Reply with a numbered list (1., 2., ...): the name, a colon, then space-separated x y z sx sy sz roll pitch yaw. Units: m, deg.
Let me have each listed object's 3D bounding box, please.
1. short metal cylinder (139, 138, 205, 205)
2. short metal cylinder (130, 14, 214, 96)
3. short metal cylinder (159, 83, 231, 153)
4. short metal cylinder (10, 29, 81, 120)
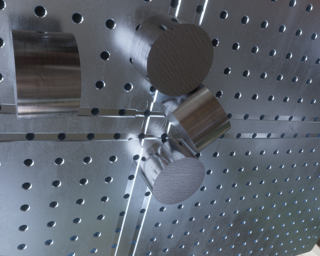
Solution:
1. short metal cylinder: 0.017 0.062 0.442 0.081 0.050 0.079 -14 124 -21
2. short metal cylinder: 0.013 -0.083 0.350 0.081 0.050 0.079 -14 124 -21
3. short metal cylinder: 0.043 -0.015 0.390 0.050 0.080 0.080 -36 129 -4
4. short metal cylinder: -0.107 -0.048 0.287 0.050 0.080 0.079 -5 121 -26
